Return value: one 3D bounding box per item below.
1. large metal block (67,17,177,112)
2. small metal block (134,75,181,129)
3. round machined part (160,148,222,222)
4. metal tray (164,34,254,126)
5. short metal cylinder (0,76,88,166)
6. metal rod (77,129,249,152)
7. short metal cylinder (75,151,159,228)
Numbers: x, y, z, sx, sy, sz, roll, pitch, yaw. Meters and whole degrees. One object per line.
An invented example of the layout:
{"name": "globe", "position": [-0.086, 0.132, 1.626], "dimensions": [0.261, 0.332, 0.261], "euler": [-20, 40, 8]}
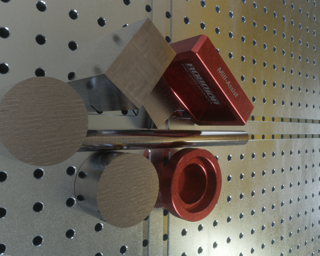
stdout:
{"name": "large metal block", "position": [-0.042, -0.065, 0.338], "dimensions": [0.050, 0.080, 0.080], "euler": [47, 62, -31]}
{"name": "small metal block", "position": [-0.008, -0.034, 0.403], "dimensions": [0.050, 0.025, 0.050], "euler": [-47, 118, -30]}
{"name": "round machined part", "position": [0.038, 0.076, 0.430], "dimensions": [0.099, 0.042, 0.097], "euler": [0, 90, -40]}
{"name": "metal tray", "position": [0.054, -0.056, 0.411], "dimensions": [0.130, 0.090, 0.030], "euler": [47, 62, -30]}
{"name": "short metal cylinder", "position": [-0.117, -0.006, 0.294], "dimensions": [0.081, 0.050, 0.080], "euler": [0, 90, -40]}
{"name": "metal rod", "position": [0.025, 0.015, 0.429], "dimensions": [0.302, 0.025, 0.025], "euler": [1, 90, -40]}
{"name": "short metal cylinder", "position": [-0.048, 0.067, 0.352], "dimensions": [0.081, 0.050, 0.080], "euler": [0, 90, -40]}
